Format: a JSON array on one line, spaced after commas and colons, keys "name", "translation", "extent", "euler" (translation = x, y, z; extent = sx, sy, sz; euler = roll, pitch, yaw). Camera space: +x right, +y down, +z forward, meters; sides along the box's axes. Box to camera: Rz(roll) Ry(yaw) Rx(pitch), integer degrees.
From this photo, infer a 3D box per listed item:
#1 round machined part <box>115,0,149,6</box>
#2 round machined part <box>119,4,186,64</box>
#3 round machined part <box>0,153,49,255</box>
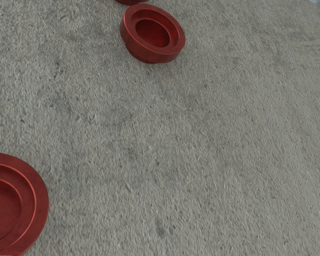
[{"name": "round machined part", "translation": [-0.055, -0.242, 0.511], "extent": [0.099, 0.042, 0.098], "euler": [14, 56, -21]}, {"name": "round machined part", "translation": [-0.014, -0.136, 0.468], "extent": [0.099, 0.042, 0.098], "euler": [14, 56, -21]}, {"name": "round machined part", "translation": [-0.151, 0.073, 0.267], "extent": [0.099, 0.042, 0.098], "euler": [14, 56, -21]}]
